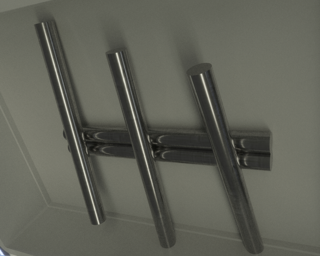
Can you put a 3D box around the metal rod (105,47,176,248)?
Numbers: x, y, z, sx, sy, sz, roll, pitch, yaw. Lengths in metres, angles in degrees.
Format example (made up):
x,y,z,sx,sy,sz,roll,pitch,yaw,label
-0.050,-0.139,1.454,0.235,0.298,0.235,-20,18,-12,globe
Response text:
x,y,z,sx,sy,sz,roll,pitch,yaw,label
-0.018,0.044,0.410,0.025,0.025,0.298,1,119,27,metal rod

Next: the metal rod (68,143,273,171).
x,y,z,sx,sy,sz,roll,pitch,yaw,label
-0.004,0.033,0.429,0.301,0.025,0.025,2,119,26,metal rod

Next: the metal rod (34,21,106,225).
x,y,z,sx,sy,sz,roll,pitch,yaw,label
-0.123,0.005,0.442,0.025,0.025,0.298,-1,110,28,metal rod

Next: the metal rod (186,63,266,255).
x,y,z,sx,sy,sz,roll,pitch,yaw,label
0.088,0.063,0.370,0.025,0.025,0.299,-4,125,30,metal rod

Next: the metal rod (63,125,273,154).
x,y,z,sx,sy,sz,roll,pitch,yaw,label
-0.008,0.012,0.418,0.301,0.025,0.025,2,119,26,metal rod
